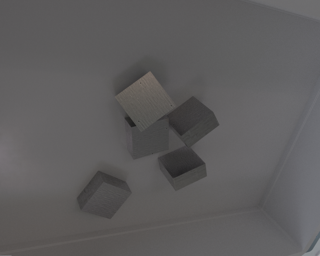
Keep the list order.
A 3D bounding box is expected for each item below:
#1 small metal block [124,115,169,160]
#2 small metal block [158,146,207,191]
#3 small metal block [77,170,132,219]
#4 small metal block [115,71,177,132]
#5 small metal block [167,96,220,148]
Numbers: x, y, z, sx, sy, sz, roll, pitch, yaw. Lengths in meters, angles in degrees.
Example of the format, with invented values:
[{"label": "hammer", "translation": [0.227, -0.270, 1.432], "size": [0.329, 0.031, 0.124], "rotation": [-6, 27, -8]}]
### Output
[{"label": "small metal block", "translation": [-0.017, 0.008, 0.405], "size": [0.050, 0.025, 0.050], "rotation": [-14, 125, -21]}, {"label": "small metal block", "translation": [0.032, 0.056, 0.444], "size": [0.050, 0.050, 0.025], "rotation": [-23, 127, -15]}, {"label": "small metal block", "translation": [-0.076, 0.092, 0.424], "size": [0.050, 0.025, 0.050], "rotation": [32, 101, -38]}, {"label": "small metal block", "translation": [-0.017, -0.030, 0.364], "size": [0.050, 0.025, 0.050], "rotation": [-37, 91, -4]}, {"label": "small metal block", "translation": [0.041, -0.009, 0.409], "size": [0.050, 0.050, 0.025], "rotation": [-37, 129, -4]}]
